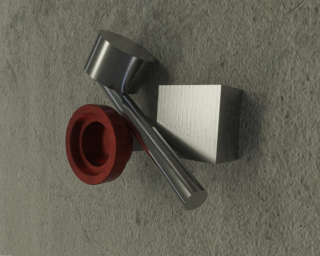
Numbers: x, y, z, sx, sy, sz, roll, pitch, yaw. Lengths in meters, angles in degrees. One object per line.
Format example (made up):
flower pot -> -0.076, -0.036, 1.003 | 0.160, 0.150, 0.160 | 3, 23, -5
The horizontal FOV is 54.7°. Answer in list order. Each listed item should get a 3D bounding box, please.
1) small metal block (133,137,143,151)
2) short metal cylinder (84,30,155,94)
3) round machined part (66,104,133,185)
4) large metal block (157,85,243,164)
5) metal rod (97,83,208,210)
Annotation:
small metal block -> -0.045, 0.007, 0.426 | 0.025, 0.050, 0.050 | -3, 89, 40
short metal cylinder -> -0.053, -0.088, 0.413 | 0.080, 0.081, 0.050 | 45, 117, 30
round machined part -> -0.072, 0.019, 0.388 | 0.098, 0.042, 0.097 | 2, 92, 39
large metal block -> 0.043, -0.006, 0.353 | 0.080, 0.050, 0.079 | 6, 94, 39
metal rod -> -0.036, -0.017, 0.385 | 0.300, 0.025, 0.025 | 51, 121, 44
